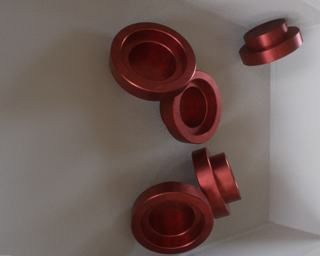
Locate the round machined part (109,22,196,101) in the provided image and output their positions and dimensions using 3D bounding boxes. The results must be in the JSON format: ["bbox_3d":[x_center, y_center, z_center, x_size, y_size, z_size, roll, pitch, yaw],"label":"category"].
[{"bbox_3d":[-0.011,-0.073,0.367,0.099,0.042,0.098,6,63,-12],"label":"round machined part"}]

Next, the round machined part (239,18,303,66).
[{"bbox_3d":[0.176,-0.144,0.506,0.098,0.098,0.042,-43,116,-32],"label":"round machined part"}]

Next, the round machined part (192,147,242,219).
[{"bbox_3d":[0.081,0.072,0.428,0.098,0.042,0.098,-21,90,-79],"label":"round machined part"}]

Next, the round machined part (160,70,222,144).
[{"bbox_3d":[0.038,-0.028,0.425,0.099,0.042,0.097,-3,94,-43],"label":"round machined part"}]

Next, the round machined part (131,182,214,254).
[{"bbox_3d":[0.014,0.106,0.385,0.099,0.042,0.097,-1,116,-3],"label":"round machined part"}]
